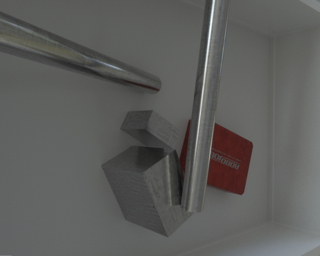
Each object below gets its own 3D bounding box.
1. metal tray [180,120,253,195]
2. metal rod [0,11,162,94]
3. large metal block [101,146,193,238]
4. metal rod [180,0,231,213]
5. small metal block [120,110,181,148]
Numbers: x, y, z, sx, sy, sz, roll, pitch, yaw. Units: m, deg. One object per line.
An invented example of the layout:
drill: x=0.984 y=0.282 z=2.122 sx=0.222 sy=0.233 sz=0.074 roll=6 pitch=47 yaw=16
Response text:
metal tray: x=0.090 y=0.047 z=0.482 sx=0.131 sy=0.030 sz=0.090 roll=24 pitch=75 yaw=-38
metal rod: x=-0.074 y=-0.061 z=0.267 sx=0.301 sy=0.025 sz=0.025 roll=4 pitch=88 yaw=-65
large metal block: x=-0.013 y=0.069 z=0.362 sx=0.050 sy=0.080 sz=0.080 roll=-33 pitch=111 yaw=-36
metal rod: x=0.051 y=-0.061 z=0.320 sx=0.025 sy=0.025 sz=0.298 roll=2 pitch=97 yaw=-40
small metal block: x=-0.012 y=0.002 z=0.382 sx=0.050 sy=0.050 sz=0.025 roll=36 pitch=68 yaw=-35
